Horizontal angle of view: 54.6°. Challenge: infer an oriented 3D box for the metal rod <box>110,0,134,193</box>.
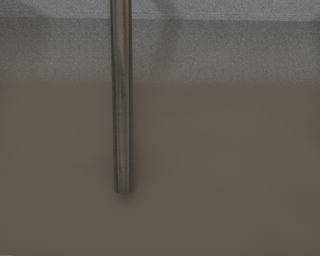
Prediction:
[{"bbox_3d":[-0.046,-0.071,0.373,0.025,0.025,0.298,-1,94,0],"label":"metal rod"}]
